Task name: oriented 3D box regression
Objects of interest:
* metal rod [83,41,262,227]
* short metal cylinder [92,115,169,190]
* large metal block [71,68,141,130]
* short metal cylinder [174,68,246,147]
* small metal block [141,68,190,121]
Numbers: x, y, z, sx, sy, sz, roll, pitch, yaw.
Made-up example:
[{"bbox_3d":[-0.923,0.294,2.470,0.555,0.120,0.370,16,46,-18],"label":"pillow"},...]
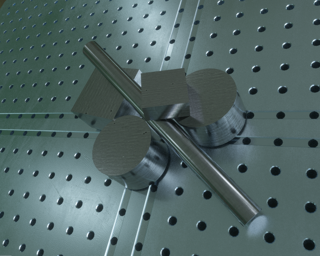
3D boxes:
[{"bbox_3d":[-0.002,-0.011,0.366,0.025,0.025,0.300,-43,65,-1],"label":"metal rod"},{"bbox_3d":[-0.036,0.031,0.388,0.080,0.050,0.080,-13,56,21],"label":"short metal cylinder"},{"bbox_3d":[-0.066,-0.040,0.444,0.080,0.050,0.080,12,68,33],"label":"large metal block"},{"bbox_3d":[0.058,-0.024,0.372,0.080,0.050,0.080,-13,56,21],"label":"short metal cylinder"},{"bbox_3d":[0.006,-0.038,0.351,0.050,0.025,0.050,-7,57,4],"label":"small metal block"}]
